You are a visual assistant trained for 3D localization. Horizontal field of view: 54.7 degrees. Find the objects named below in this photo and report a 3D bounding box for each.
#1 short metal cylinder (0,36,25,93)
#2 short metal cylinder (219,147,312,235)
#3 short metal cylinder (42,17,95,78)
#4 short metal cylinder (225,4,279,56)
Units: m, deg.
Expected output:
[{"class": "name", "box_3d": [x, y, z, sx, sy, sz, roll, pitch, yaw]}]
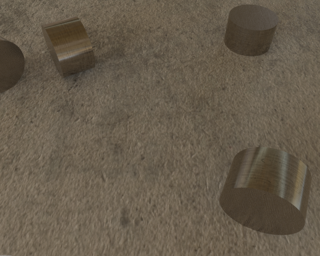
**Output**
[{"class": "short metal cylinder", "box_3d": [-0.246, -0.096, 0.445, 0.050, 0.080, 0.080, 29, 56, 22]}, {"class": "short metal cylinder", "box_3d": [0.107, 0.065, 0.315, 0.080, 0.080, 0.050, 19, 53, 15]}, {"class": "short metal cylinder", "box_3d": [-0.138, -0.122, 0.468, 0.050, 0.080, 0.080, -24, 54, -19]}, {"class": "short metal cylinder", "box_3d": [0.154, -0.168, 0.530, 0.081, 0.050, 0.080, 0, 50, 0]}]
